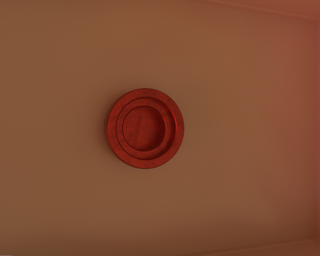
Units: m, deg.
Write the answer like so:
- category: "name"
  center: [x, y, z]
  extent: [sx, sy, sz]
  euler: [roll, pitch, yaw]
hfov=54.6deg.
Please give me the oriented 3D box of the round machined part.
- category: "round machined part"
  center: [-0.023, 0.001, 0.393]
  extent: [0.099, 0.042, 0.097]
  euler: [0, 90, -20]
